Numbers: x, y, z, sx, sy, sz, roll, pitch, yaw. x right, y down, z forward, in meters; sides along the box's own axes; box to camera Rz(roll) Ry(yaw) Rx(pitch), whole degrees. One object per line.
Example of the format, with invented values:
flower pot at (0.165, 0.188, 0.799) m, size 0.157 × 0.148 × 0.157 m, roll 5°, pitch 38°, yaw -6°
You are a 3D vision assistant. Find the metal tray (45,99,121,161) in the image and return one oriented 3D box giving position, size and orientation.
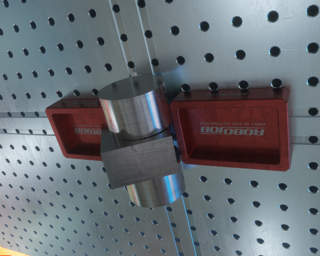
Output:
metal tray at (-0.100, 0.004, 0.463) m, size 0.130 × 0.030 × 0.089 m, roll 1°, pitch 119°, yaw 27°

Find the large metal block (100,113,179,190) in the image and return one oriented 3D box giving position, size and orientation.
large metal block at (-0.027, 0.024, 0.386) m, size 0.080 × 0.080 × 0.050 m, roll -13°, pitch 116°, yaw -4°

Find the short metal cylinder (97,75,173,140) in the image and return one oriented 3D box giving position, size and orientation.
short metal cylinder at (-0.029, -0.027, 0.374) m, size 0.080 × 0.080 × 0.050 m, roll 2°, pitch 119°, yaw 27°

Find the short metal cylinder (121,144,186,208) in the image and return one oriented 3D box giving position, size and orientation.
short metal cylinder at (-0.008, 0.061, 0.417) m, size 0.080 × 0.080 × 0.050 m, roll 2°, pitch 119°, yaw 27°

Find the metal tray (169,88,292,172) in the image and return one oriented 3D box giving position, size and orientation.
metal tray at (0.083, 0.002, 0.365) m, size 0.130 × 0.030 × 0.089 m, roll 1°, pitch 119°, yaw 27°
